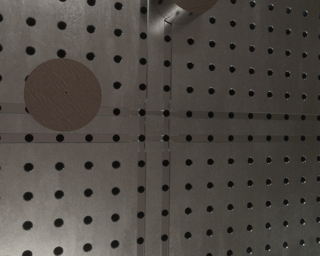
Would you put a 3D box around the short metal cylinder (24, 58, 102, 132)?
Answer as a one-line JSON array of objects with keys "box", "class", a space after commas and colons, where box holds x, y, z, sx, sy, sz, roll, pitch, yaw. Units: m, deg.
[{"box": [-0.112, -0.036, 0.358, 0.081, 0.050, 0.079, 0, 90, -20], "class": "short metal cylinder"}]

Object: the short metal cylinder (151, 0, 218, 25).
[{"box": [0.033, -0.185, 0.412, 0.081, 0.050, 0.079, 0, 90, -21], "class": "short metal cylinder"}]
